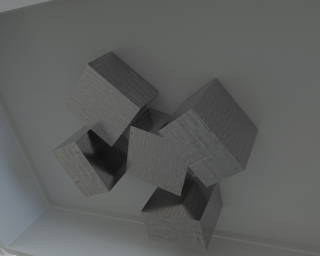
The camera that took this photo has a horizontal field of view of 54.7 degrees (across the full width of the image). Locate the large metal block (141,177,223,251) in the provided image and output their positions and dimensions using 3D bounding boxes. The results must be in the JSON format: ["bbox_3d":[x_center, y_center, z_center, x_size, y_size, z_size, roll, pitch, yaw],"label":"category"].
[{"bbox_3d":[0.033,0.111,0.422,0.080,0.080,0.050,1,119,27],"label":"large metal block"}]

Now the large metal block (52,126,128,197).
[{"bbox_3d":[-0.089,0.038,0.440,0.050,0.080,0.080,-20,108,35],"label":"large metal block"}]

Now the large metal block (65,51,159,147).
[{"bbox_3d":[-0.063,-0.036,0.399,0.080,0.050,0.080,41,129,0],"label":"large metal block"}]

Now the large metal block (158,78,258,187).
[{"bbox_3d":[0.057,0.003,0.342,0.080,0.080,0.050,49,128,-7],"label":"large metal block"}]

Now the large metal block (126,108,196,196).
[{"bbox_3d":[0.006,0.031,0.405,0.080,0.050,0.079,20,126,15],"label":"large metal block"}]
